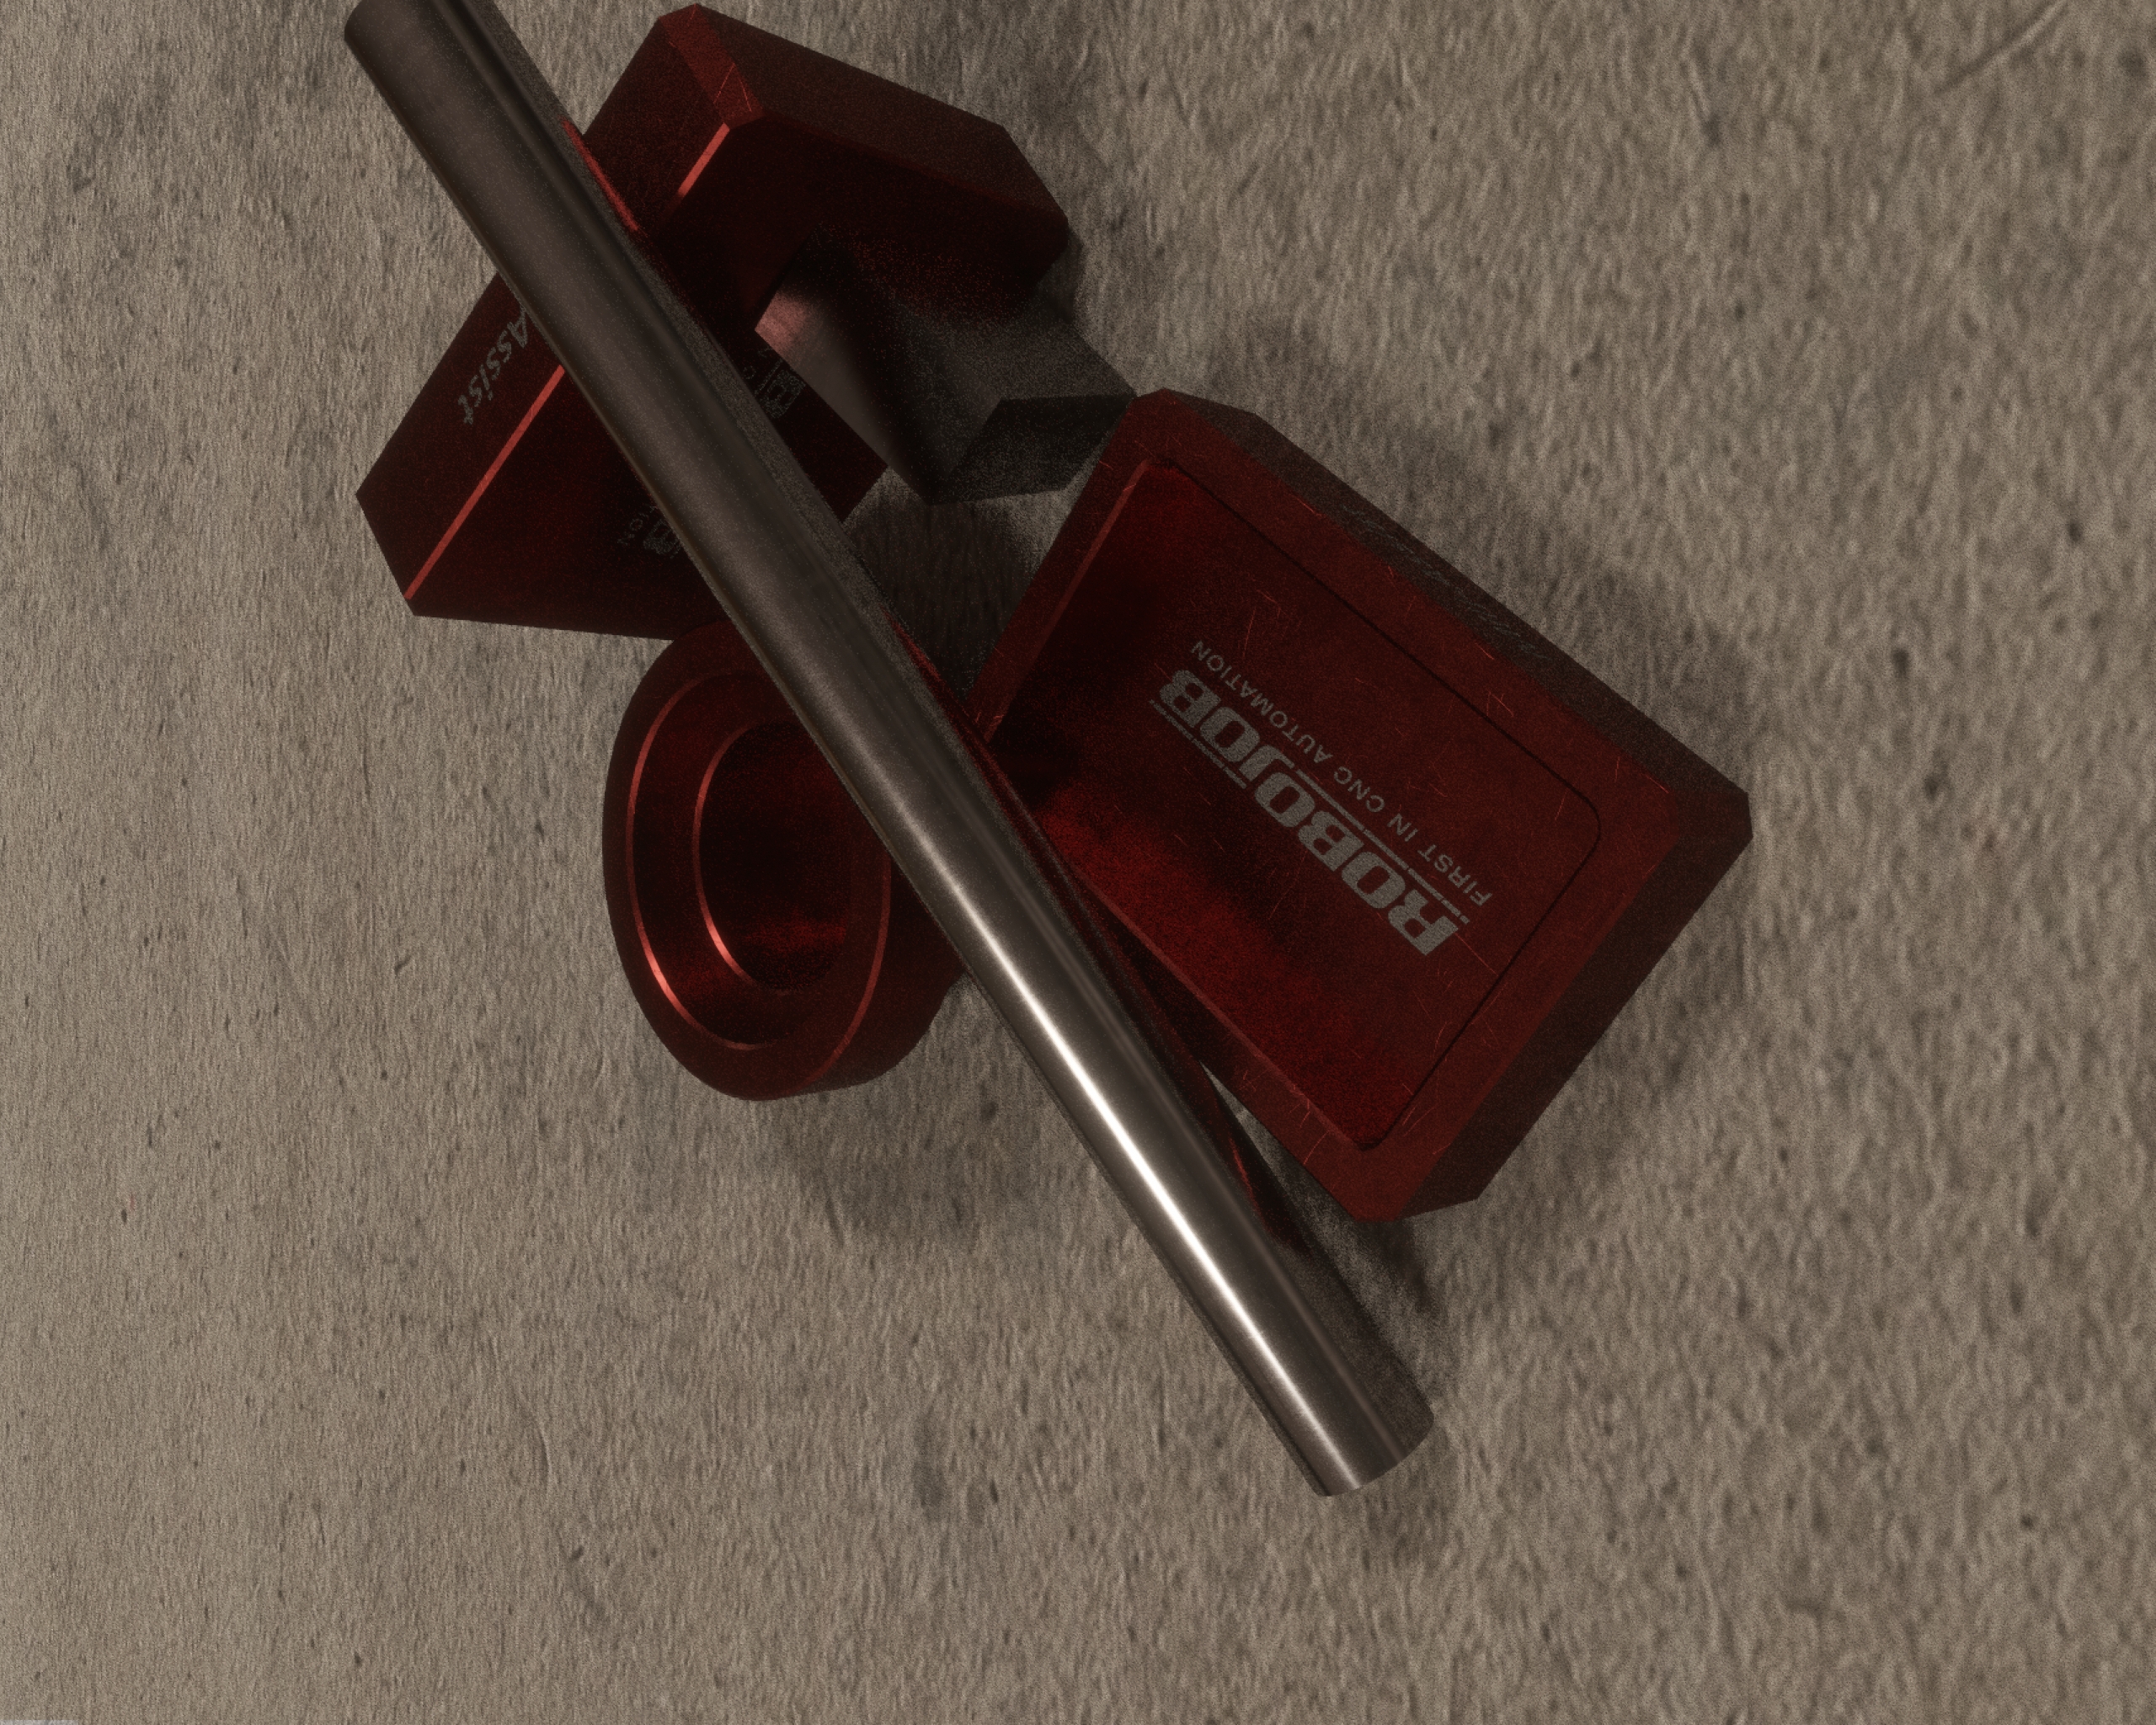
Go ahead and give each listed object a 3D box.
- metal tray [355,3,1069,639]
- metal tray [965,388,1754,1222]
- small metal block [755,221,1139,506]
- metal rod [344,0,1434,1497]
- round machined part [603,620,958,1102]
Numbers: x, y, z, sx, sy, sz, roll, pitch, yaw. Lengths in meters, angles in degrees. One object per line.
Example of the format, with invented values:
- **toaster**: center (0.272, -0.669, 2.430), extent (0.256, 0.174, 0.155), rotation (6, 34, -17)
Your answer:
- **metal tray**: center (-0.074, -0.100, 0.422), extent (0.129, 0.091, 0.030), rotation (-45, 64, 30)
- **metal tray**: center (0.040, -0.012, 0.369), extent (0.130, 0.030, 0.089), rotation (45, 117, 30)
- **small metal block**: center (-0.024, -0.096, 0.402), extent (0.050, 0.050, 0.025), rotation (47, 121, 13)
- **metal rod**: center (-0.031, -0.021, 0.361), extent (0.025, 0.025, 0.299), rotation (-32, 92, 35)
- **round machined part**: center (-0.054, -0.002, 0.433), extent (0.098, 0.042, 0.097), rotation (5, 96, 45)
